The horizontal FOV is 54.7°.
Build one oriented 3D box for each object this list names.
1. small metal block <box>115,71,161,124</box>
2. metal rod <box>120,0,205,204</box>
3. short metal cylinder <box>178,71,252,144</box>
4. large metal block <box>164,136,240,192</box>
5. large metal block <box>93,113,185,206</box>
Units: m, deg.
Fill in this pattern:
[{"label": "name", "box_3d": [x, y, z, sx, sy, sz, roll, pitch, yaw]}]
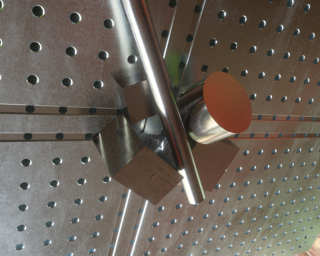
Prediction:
[{"label": "small metal block", "box_3d": [-0.021, -0.039, 0.377, 0.050, 0.025, 0.050, -22, 127, -16]}, {"label": "metal rod", "box_3d": [0.006, -0.033, 0.356, 0.025, 0.025, 0.298, -25, 116, -13]}, {"label": "short metal cylinder", "box_3d": [0.069, -0.024, 0.391, 0.081, 0.080, 0.050, 9, 157, -33]}, {"label": "large metal block", "box_3d": [0.055, 0.041, 0.452, 0.080, 0.050, 0.080, 19, 108, -36]}, {"label": "large metal block", "box_3d": [-0.027, 0.038, 0.385, 0.050, 0.080, 0.080, -45, 130, 3]}]
